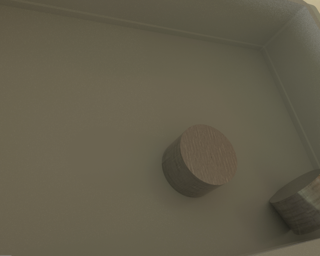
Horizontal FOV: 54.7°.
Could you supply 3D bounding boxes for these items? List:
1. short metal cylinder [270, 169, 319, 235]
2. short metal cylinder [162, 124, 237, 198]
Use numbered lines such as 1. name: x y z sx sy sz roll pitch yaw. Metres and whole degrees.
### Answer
1. short metal cylinder: 0.199 0.099 0.420 0.081 0.080 0.050 -27 77 -37
2. short metal cylinder: 0.049 0.042 0.392 0.081 0.050 0.080 14 56 -21
